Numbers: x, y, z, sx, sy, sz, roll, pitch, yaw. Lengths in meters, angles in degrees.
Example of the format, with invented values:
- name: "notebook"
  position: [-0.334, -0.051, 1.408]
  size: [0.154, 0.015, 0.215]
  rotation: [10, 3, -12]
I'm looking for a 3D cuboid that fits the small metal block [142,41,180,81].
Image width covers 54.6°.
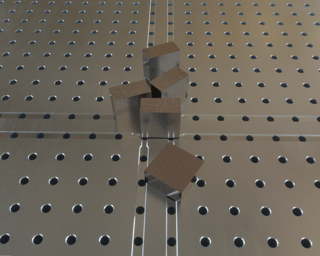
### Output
- name: "small metal block"
  position: [0.002, -0.099, 0.475]
  size: [0.050, 0.050, 0.025]
  rotation: [-19, 53, -15]

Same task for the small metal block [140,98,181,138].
- name: "small metal block"
  position: [0.001, -0.012, 0.402]
  size: [0.050, 0.050, 0.025]
  rotation: [1, 50, 1]

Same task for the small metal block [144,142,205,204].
- name: "small metal block"
  position: [0.017, 0.052, 0.365]
  size: [0.050, 0.025, 0.050]
  rotation: [28, 55, 21]

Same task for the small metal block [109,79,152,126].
- name: "small metal block"
  position: [-0.039, -0.034, 0.420]
  size: [0.050, 0.050, 0.025]
  rotation: [-15, 52, -13]

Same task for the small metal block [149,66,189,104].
- name: "small metal block"
  position: [0.013, -0.051, 0.434]
  size: [0.050, 0.050, 0.025]
  rotation: [-34, 58, -25]
